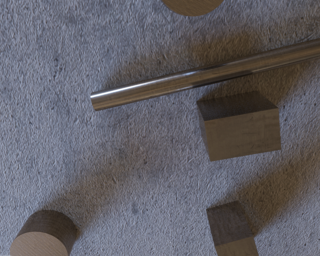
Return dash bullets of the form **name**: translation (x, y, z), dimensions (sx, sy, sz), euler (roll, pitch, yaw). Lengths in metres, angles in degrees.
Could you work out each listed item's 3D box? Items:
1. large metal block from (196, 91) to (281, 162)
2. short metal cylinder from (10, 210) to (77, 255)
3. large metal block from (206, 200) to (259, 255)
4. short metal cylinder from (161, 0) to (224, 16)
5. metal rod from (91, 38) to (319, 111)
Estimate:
- **large metal block**: translation (0.092, -0.005, 0.379), dimensions (0.080, 0.080, 0.050), euler (-10, 110, 3)
- **short metal cylinder**: translation (-0.169, 0.169, 0.457), dimensions (0.081, 0.050, 0.079), euler (0, 110, 0)
- **large metal block**: translation (0.106, 0.165, 0.442), dimensions (0.050, 0.080, 0.080), euler (-18, 109, 6)
- **short metal cylinder**: translation (0.034, -0.164, 0.337), dimensions (0.081, 0.050, 0.079), euler (0, 110, 0)
- **metal rod**: translation (0.062, -0.067, 0.385), dimensions (0.301, 0.025, 0.025), euler (-13, 110, 4)
